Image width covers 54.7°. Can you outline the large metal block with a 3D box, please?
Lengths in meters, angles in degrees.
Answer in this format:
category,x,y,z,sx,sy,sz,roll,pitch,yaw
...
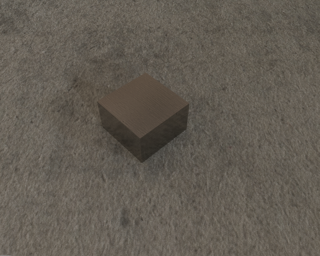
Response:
category,x,y,z,sx,sy,sz,roll,pitch,yaw
large metal block,-0.021,-0.016,0.400,0.080,0.050,0.080,-36,59,-27
